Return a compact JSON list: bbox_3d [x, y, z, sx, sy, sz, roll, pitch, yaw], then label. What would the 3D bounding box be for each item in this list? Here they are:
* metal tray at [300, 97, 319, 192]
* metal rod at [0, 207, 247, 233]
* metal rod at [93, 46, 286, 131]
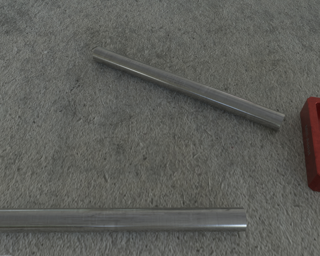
[{"bbox_3d":[0.230,0.021,0.383,0.090,0.030,0.130,9,51,7],"label":"metal tray"},{"bbox_3d":[-0.064,0.096,0.322,0.302,0.025,0.025,0,50,-1],"label":"metal rod"},{"bbox_3d":[0.030,-0.064,0.456,0.301,0.025,0.025,23,54,18],"label":"metal rod"}]
